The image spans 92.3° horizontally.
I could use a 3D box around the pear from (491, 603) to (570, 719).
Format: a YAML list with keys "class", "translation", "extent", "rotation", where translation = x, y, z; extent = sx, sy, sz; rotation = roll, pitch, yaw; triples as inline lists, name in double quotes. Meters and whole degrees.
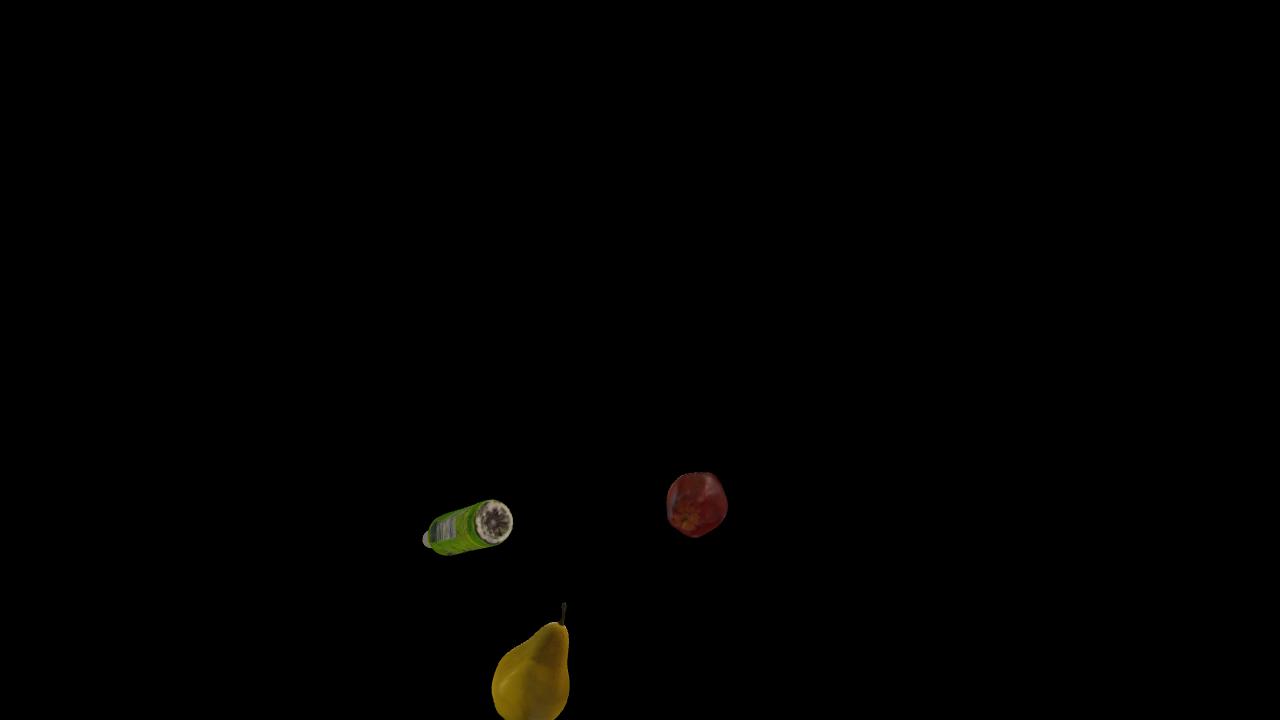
- class: "pear"
  translation: [-0.094, 0.299, 0.605]
  extent: [0.080, 0.111, 0.080]
  rotation: [34, -1, 1]

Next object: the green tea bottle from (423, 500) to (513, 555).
- class: "green tea bottle"
  translation: [-0.288, 0.274, 0.988]
  extent: [0.212, 0.073, 0.073]
  rotation: [-22, -15, 41]

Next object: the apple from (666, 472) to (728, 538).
- class: "apple"
  translation: [0.071, 0.184, 0.780]
  extent: [0.079, 0.079, 0.093]
  rotation: [0, 11, 18]
